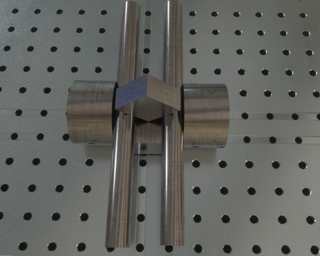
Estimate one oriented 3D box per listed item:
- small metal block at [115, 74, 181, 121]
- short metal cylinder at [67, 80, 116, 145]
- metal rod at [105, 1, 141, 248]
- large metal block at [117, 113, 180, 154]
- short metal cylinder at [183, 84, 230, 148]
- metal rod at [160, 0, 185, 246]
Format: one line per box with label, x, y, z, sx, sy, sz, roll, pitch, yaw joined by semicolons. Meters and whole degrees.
small metal block;-0.013;-0.031;0.339;0.050;0.050;0.025;-17;64;41
short metal cylinder;-0.079;-0.019;0.385;0.050;0.080;0.080;1;70;0
metal rod;-0.040;-0.020;0.362;0.025;0.025;0.299;1;70;0
large metal block;-0.013;-0.012;0.398;0.081;0.050;0.080;1;70;0
short metal cylinder;0.053;-0.015;0.384;0.050;0.080;0.080;0;70;1
metal rod;0.015;-0.022;0.363;0.025;0.025;0.299;1;70;0
